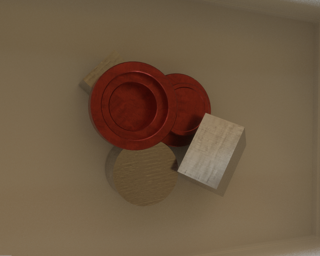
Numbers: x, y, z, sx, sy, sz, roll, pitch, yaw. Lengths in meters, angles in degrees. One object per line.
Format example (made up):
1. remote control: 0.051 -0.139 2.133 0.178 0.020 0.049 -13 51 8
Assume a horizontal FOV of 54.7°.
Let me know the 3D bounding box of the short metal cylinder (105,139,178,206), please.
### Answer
1. short metal cylinder: -0.024 0.052 0.388 0.081 0.050 0.079 0 90 -21

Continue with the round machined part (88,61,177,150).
1. round machined part: -0.033 -0.024 0.357 0.099 0.042 0.097 0 90 -21

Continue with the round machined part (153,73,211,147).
1. round machined part: 0.025 -0.024 0.408 0.099 0.042 0.097 0 90 -21

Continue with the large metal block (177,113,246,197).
1. large metal block: 0.071 0.038 0.400 0.050 0.080 0.080 23 79 22

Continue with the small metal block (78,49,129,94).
1. small metal block: -0.068 -0.063 0.370 0.025 0.050 0.050 46 76 -15
